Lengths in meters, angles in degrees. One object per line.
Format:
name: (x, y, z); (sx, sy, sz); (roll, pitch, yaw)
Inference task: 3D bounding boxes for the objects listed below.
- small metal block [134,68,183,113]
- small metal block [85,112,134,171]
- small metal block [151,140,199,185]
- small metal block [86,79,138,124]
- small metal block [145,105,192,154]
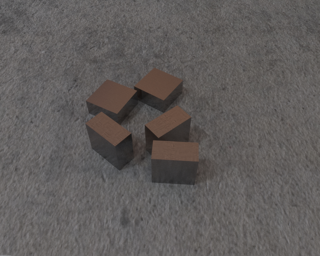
small metal block: (-0.002, -0.056, 0.450); (0.050, 0.025, 0.050); (28, 55, 21)
small metal block: (-0.059, 0.016, 0.373); (0.050, 0.050, 0.025); (34, 58, 25)
small metal block: (0.017, 0.040, 0.353); (0.050, 0.050, 0.025); (3, 50, 2)
small metal block: (-0.066, -0.036, 0.433); (0.050, 0.025, 0.050); (23, 53, 17)
small metal block: (0.010, 0.008, 0.381); (0.050, 0.050, 0.025); (-32, 57, -24)
